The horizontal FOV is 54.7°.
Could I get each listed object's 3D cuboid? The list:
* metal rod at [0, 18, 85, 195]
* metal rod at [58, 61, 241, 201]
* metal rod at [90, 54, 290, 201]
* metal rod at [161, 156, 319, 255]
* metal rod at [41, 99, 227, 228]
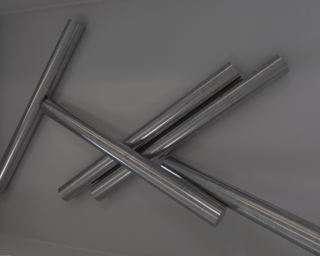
[{"bbox_3d":[-0.194,-0.027,0.479,0.025,0.025,0.299,33,100,17],"label":"metal rod"},{"bbox_3d":[-0.025,0.013,0.419,0.300,0.025,0.025,-36,79,16],"label":"metal rod"},{"bbox_3d":[0.026,0.009,0.400,0.300,0.025,0.025,-36,79,16],"label":"metal rod"},{"bbox_3d":[0.113,0.090,0.307,0.300,0.025,0.025,22,98,43],"label":"metal rod"},{"bbox_3d":[-0.052,0.031,0.399,0.300,0.025,0.025,29,100,27],"label":"metal rod"}]
